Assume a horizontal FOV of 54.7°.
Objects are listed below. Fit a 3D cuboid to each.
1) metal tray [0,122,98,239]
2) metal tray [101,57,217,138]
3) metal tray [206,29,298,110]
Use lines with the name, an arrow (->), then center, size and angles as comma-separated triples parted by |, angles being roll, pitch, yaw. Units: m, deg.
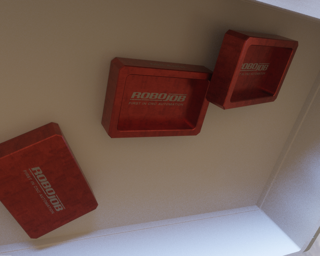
metal tray -> -0.139, 0.066, 0.371 | 0.091, 0.030, 0.129 | -25, 128, -13
metal tray -> 0.000, -0.035, 0.385 | 0.131, 0.030, 0.089 | -1, 119, -29
metal tray -> 0.123, -0.076, 0.406 | 0.131, 0.030, 0.089 | -11, 125, -42
